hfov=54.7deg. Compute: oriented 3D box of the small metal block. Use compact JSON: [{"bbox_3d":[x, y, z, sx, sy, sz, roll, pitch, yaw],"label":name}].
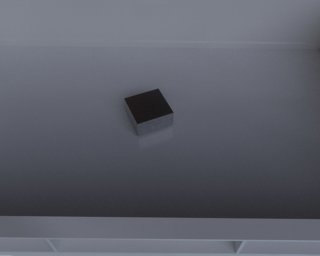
[{"bbox_3d":[-0.015,-0.022,0.419,0.050,0.025,0.050,-18,53,-15],"label":"small metal block"}]
